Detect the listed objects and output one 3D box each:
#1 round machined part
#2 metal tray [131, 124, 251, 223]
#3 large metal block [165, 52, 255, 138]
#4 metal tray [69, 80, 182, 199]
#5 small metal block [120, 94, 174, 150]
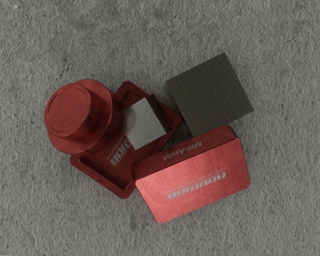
[{"bbox_3d":[-0.101,-0.016,0.381,0.098,0.042,0.098,-8,70,22],"label":"round machined part"},{"bbox_3d":[0.041,0.060,0.386,0.131,0.030,0.090,-23,126,0],"label":"metal tray"},{"bbox_3d":[0.060,-0.039,0.399,0.080,0.050,0.080,-27,90,0],"label":"large metal block"},{"bbox_3d":[-0.043,0.015,0.407,0.090,0.030,0.130,35,90,0],"label":"metal tray"},{"bbox_3d":[-0.019,-0.007,0.388,0.050,0.025,0.050,-29,93,28],"label":"small metal block"}]
